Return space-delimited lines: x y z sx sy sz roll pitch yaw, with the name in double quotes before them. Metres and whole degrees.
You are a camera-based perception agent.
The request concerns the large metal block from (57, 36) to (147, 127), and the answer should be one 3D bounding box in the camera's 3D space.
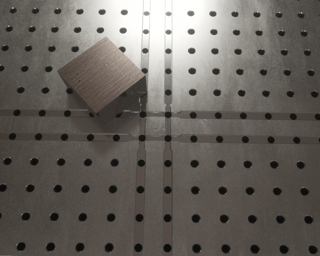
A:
"large metal block" -0.075 -0.062 0.420 0.080 0.050 0.080 -40 75 -14
